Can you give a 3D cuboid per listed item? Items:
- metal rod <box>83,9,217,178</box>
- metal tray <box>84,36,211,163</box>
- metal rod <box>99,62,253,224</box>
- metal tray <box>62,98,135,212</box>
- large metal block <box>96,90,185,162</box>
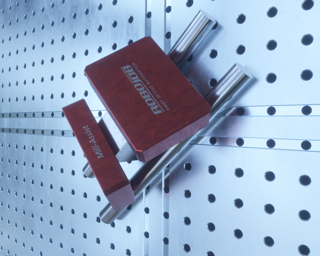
[{"bbox_3d":[-0.029,-0.030,0.431,0.298,0.025,0.025,-50,61,28],"label":"metal rod"},{"bbox_3d":[-0.016,-0.037,0.350,0.090,0.030,0.130,-30,64,-12],"label":"metal tray"},{"bbox_3d":[0.005,0.037,0.404,0.299,0.025,0.025,-49,61,28],"label":"metal rod"},{"bbox_3d":[-0.078,0.036,0.401,0.130,0.030,0.090,57,166,24],"label":"metal tray"},{"bbox_3d":[-0.025,-0.003,0.392,0.080,0.081,0.050,-49,61,28],"label":"large metal block"}]
